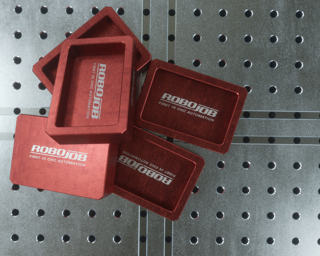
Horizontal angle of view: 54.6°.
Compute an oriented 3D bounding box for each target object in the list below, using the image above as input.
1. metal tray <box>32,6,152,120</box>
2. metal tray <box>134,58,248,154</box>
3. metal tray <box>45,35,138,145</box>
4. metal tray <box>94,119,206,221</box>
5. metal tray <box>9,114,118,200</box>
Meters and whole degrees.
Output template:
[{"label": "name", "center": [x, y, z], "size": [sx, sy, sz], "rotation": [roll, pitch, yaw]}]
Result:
[{"label": "metal tray", "center": [-0.087, -0.083, 0.409], "size": [0.130, 0.030, 0.090], "rotation": [-39, 89, 0]}, {"label": "metal tray", "center": [0.038, -0.028, 0.410], "size": [0.131, 0.030, 0.090], "rotation": [18, 91, 0]}, {"label": "metal tray", "center": [-0.076, -0.047, 0.368], "size": [0.090, 0.030, 0.130], "rotation": [-2, 66, 7]}, {"label": "metal tray", "center": [-0.018, 0.053, 0.410], "size": [0.130, 0.030, 0.090], "rotation": [25, 90, 0]}, {"label": "metal tray", "center": [-0.121, 0.034, 0.393], "size": [0.130, 0.030, 0.090], "rotation": [7, 91, 14]}]
